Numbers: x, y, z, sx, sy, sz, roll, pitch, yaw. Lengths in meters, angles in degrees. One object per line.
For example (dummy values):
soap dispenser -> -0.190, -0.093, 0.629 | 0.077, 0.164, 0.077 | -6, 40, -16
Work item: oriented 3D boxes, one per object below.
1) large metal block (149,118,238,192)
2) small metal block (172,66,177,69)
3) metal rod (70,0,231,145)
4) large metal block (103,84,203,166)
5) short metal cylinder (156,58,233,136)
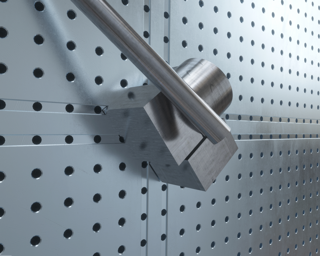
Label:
large metal block -> 0.041, 0.031, 0.408 | 0.080, 0.080, 0.050 | -45, 118, -31
small metal block -> 0.017, -0.049, 0.426 | 0.050, 0.025, 0.050 | -49, 120, -29
metal rod -> -0.041, -0.096, 0.308 | 0.300, 0.025, 0.025 | 45, 61, -7
large metal block -> -0.009, -0.005, 0.369 | 0.050, 0.080, 0.080 | -45, 118, -31
short metal cylinder -> 0.040, -0.037, 0.375 | 0.050, 0.080, 0.080 | -44, 117, -31
